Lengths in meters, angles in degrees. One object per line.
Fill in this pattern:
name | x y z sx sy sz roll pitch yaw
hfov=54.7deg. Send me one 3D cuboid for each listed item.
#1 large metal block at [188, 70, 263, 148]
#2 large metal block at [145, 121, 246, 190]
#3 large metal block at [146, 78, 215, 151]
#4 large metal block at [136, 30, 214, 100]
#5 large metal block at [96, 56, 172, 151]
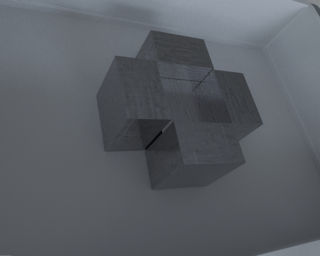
large metal block | 0.083 -0.022 0.427 0.050 0.080 0.080 1 62 -28
large metal block | 0.038 0.034 0.368 0.081 0.080 0.050 2 61 -27
large metal block | 0.020 -0.017 0.407 0.081 0.050 0.080 1 62 -28
large metal block | 0.013 -0.081 0.424 0.081 0.080 0.050 1 62 -28
large metal block | -0.035 -0.026 0.366 0.050 0.080 0.080 1 62 -28
